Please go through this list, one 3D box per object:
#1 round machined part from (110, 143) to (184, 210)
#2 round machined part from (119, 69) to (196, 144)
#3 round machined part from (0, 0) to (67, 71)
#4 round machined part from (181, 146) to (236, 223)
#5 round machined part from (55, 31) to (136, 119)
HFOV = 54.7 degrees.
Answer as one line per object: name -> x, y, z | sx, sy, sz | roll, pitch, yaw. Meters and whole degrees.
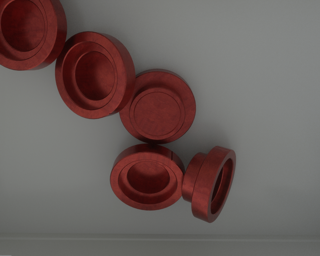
round machined part -> -0.015, 0.061, 0.419 | 0.099, 0.042, 0.097 | 1, 120, 2
round machined part -> -0.003, -0.023, 0.393 | 0.099, 0.042, 0.097 | 0, 110, 0
round machined part -> -0.149, -0.115, 0.349 | 0.098, 0.042, 0.097 | 3, 101, 14
round machined part -> 0.062, 0.070, 0.407 | 0.042, 0.099, 0.097 | 16, 113, 27
round machined part -> -0.071, -0.061, 0.365 | 0.098, 0.042, 0.097 | 5, 102, 24
